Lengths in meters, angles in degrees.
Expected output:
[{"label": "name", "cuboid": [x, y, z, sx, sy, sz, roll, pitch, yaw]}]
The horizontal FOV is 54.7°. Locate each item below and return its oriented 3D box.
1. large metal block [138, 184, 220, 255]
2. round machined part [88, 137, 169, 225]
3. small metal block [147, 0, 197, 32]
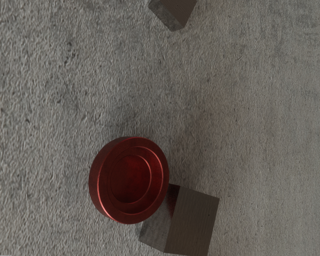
[{"label": "large metal block", "cuboid": [0.027, 0.121, 0.414, 0.080, 0.050, 0.080, 25, 74, -38]}, {"label": "round machined part", "cuboid": [-0.039, 0.059, 0.362, 0.099, 0.042, 0.097, 0, 90, -40]}, {"label": "small metal block", "cuboid": [0.018, -0.169, 0.421, 0.050, 0.025, 0.050, 38, 67, -34]}]
